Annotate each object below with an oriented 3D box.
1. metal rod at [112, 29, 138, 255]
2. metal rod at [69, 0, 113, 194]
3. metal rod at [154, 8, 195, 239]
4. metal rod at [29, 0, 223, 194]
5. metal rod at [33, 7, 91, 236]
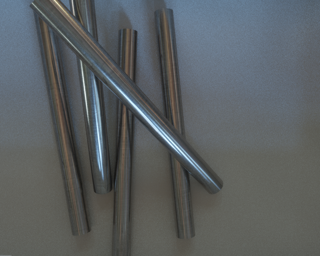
[{"bbox_3d":[-0.047,0.021,0.410,0.025,0.025,0.298,2,90,0],"label":"metal rod"},{"bbox_3d":[-0.078,-0.054,0.350,0.025,0.025,0.298,-1,115,0],"label":"metal rod"},{"bbox_3d":[0.020,-0.006,0.411,0.025,0.025,0.298,-6,90,0],"label":"metal rod"},{"bbox_3d":[-0.018,-0.021,0.349,0.025,0.025,0.300,-43,116,0],"label":"metal rod"},{"bbox_3d":[-0.129,-0.009,0.410,0.025,0.025,0.298,-10,90,0],"label":"metal rod"}]
